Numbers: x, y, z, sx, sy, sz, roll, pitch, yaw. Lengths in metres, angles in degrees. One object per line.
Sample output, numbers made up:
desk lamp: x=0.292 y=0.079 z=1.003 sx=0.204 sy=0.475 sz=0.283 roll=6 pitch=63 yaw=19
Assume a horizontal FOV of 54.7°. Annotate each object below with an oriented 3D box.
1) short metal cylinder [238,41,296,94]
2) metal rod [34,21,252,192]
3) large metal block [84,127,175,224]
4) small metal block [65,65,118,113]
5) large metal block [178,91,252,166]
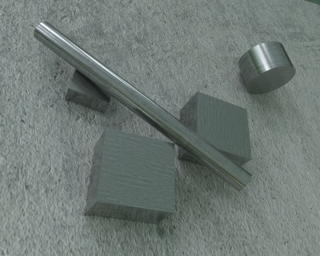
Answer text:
short metal cylinder: x=0.180 y=-0.101 z=0.527 sx=0.081 sy=0.080 sz=0.050 roll=0 pitch=62 yaw=-28
metal rod: x=-0.023 y=-0.028 z=0.363 sx=0.300 sy=0.025 sz=0.025 roll=37 pitch=51 yaw=4
large metal block: x=-0.031 y=0.054 z=0.338 sx=0.081 sy=0.050 sz=0.080 roll=14 pitch=56 yaw=-20
small metal block: x=-0.086 y=-0.053 z=0.390 sx=0.050 sy=0.025 sz=0.050 roll=20 pitch=54 yaw=-17
large metal block: x=0.073 y=0.007 z=0.423 sx=0.081 sy=0.050 sz=0.080 roll=17 pitch=55 yaw=-18
